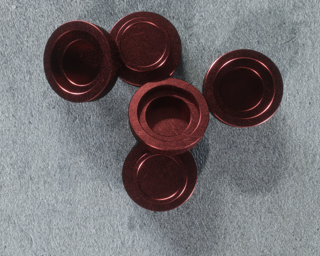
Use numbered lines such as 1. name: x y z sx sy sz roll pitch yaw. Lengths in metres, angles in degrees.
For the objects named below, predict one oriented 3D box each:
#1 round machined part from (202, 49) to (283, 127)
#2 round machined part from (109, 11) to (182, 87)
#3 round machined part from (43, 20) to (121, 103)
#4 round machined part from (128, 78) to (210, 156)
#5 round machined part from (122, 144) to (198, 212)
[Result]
1. round machined part: 0.104 -0.050 0.404 0.099 0.042 0.097 0 90 -1
2. round machined part: -0.021 -0.104 0.402 0.099 0.042 0.097 0 90 -1
3. round machined part: -0.093 -0.082 0.391 0.098 0.042 0.097 3 98 20
4. round machined part: 0.010 -0.011 0.392 0.099 0.042 0.098 1 67 -3
5. round machined part: 0.000 0.060 0.402 0.099 0.042 0.097 0 90 -1
